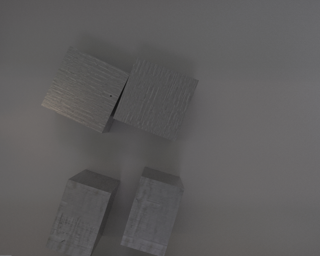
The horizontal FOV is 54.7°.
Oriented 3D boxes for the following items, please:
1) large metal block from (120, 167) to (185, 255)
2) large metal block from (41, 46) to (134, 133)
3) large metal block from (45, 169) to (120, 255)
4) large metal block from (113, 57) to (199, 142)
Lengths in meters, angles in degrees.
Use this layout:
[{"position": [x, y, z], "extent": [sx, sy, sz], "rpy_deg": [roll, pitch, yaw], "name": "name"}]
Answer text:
[{"position": [-0.008, 0.098, 0.384], "extent": [0.050, 0.080, 0.080], "rpy_deg": [17, 90, 0], "name": "large metal block"}, {"position": [-0.090, -0.047, 0.398], "extent": [0.080, 0.050, 0.080], "rpy_deg": [25, 90, 0], "name": "large metal block"}, {"position": [-0.091, 0.102, 0.383], "extent": [0.050, 0.080, 0.080], "rpy_deg": [18, 90, 0], "name": "large metal block"}, {"position": [-0.005, -0.035, 0.399], "extent": [0.080, 0.050, 0.080], "rpy_deg": [21, 90, 0], "name": "large metal block"}]
